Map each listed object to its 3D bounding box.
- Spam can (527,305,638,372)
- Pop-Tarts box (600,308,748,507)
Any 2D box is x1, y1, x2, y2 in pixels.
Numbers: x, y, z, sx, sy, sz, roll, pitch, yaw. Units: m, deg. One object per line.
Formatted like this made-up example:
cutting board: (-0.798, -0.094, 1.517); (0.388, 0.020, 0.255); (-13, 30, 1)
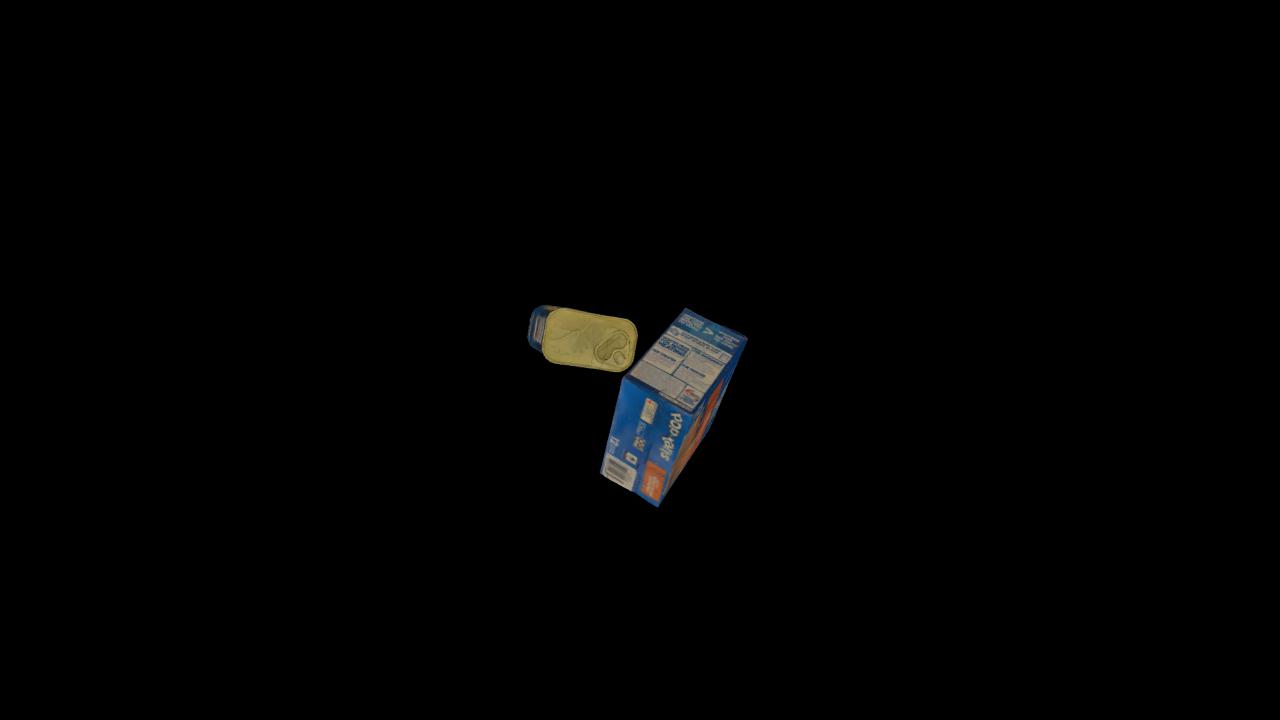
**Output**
Spam can: (-0.065, -0.026, 0.666); (0.101, 0.058, 0.085); (9, 6, -24)
Pop-Tarts box: (0.036, 0.053, 0.685); (0.083, 0.167, 0.141); (29, 46, 13)
